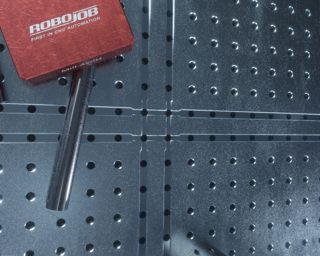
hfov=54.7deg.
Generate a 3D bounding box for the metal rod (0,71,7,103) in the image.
[{"bbox_3d":[-0.213,-0.173,0.333,0.025,0.025,0.298,-13,95,-20],"label":"metal rod"}]

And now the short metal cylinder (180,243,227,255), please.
[{"bbox_3d":[0.065,0.206,0.424,0.081,0.050,0.079,0,90,-20],"label":"short metal cylinder"}]

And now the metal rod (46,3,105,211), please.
[{"bbox_3d":[-0.095,-0.052,0.377,0.025,0.025,0.298,12,86,-20],"label":"metal rod"}]

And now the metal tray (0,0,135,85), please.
[{"bbox_3d":[-0.105,-0.113,0.350,0.131,0.030,0.090,-21,90,-7],"label":"metal tray"}]
